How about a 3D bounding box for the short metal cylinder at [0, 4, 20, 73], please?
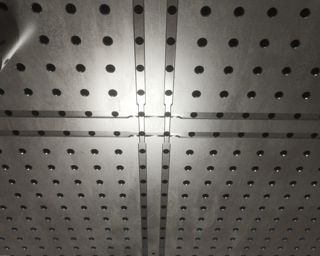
[{"bbox_3d":[-0.194,-0.091,0.315,0.081,0.050,0.079,-1,130,0],"label":"short metal cylinder"}]
